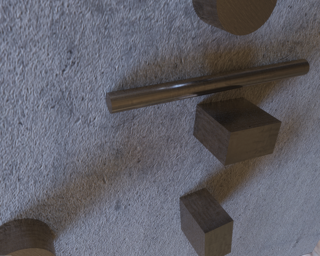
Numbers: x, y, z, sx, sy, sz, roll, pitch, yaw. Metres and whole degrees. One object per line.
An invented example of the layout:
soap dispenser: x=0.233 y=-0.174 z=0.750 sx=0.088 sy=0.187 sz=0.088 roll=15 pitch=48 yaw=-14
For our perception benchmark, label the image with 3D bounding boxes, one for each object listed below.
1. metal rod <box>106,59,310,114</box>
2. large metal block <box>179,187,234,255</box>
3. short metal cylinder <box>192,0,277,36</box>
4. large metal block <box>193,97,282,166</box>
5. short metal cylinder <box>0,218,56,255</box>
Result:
metal rod: x=0.078 y=-0.060 z=0.412 sx=0.302 sy=0.025 sz=0.025 roll=-13 pitch=124 yaw=-21
large metal block: x=0.074 y=0.161 z=0.512 sx=0.050 sy=0.080 sz=0.079 roll=-18 pitch=126 yaw=-18
short metal cylinder: x=0.083 y=-0.149 z=0.344 sx=0.081 sy=0.050 sz=0.079 roll=-14 pitch=124 yaw=-21
large metal block: x=0.103 y=0.001 z=0.429 sx=0.081 sy=0.080 sz=0.050 roll=-11 pitch=123 yaw=-23
short metal cylinder: x=-0.177 y=0.163 z=0.395 sx=0.081 sy=0.050 sz=0.079 roll=-14 pitch=124 yaw=-21
